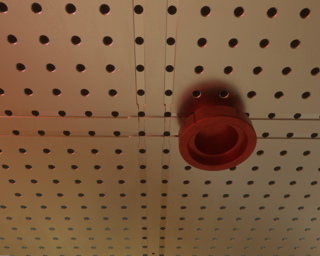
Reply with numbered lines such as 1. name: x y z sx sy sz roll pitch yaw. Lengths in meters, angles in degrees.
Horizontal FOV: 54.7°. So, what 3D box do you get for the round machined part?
1. round machined part: 0.073 0.009 0.409 0.099 0.042 0.097 -1 130 0
